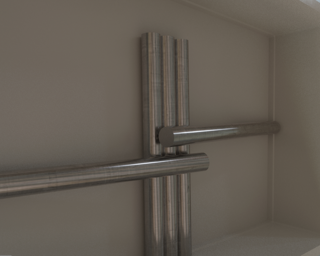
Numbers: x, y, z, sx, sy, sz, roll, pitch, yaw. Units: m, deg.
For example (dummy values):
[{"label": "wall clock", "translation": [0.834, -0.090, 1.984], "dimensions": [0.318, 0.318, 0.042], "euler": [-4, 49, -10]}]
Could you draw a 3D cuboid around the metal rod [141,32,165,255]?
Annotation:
[{"label": "metal rod", "translation": [-0.009, 0.030, 0.399], "dimensions": [0.025, 0.025, 0.298], "euler": [-2, 91, -40]}]

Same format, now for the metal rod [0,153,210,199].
[{"label": "metal rod", "translation": [-0.067, 0.049, 0.329], "dimensions": [0.303, 0.025, 0.025], "euler": [-2, 91, -34]}]

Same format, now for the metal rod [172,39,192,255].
[{"label": "metal rod", "translation": [0.030, 0.028, 0.432], "dimensions": [0.025, 0.025, 0.298], "euler": [-2, 91, -40]}]

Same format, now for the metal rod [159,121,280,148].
[{"label": "metal rod", "translation": [0.112, 0.005, 0.479], "dimensions": [0.302, 0.025, 0.025], "euler": [-3, 92, -46]}]

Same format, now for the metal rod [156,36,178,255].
[{"label": "metal rod", "translation": [0.010, 0.029, 0.415], "dimensions": [0.025, 0.025, 0.298], "euler": [-2, 91, -40]}]
